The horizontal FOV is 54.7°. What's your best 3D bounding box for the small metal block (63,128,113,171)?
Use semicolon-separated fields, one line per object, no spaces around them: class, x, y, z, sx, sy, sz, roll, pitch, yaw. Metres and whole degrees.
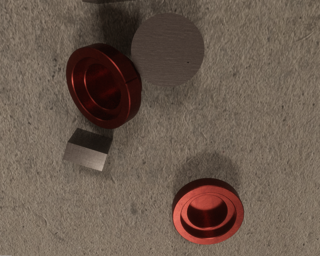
small metal block;-0.093;0.027;0.405;0.050;0.050;0.025;18;109;-7

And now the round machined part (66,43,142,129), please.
round machined part;-0.060;-0.051;0.365;0.098;0.042;0.097;19;126;29

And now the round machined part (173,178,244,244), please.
round machined part;0.066;0.114;0.444;0.099;0.042;0.097;0;110;-1

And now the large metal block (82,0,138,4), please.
large metal block;-0.053;-0.173;0.316;0.050;0.080;0.079;-5;110;2

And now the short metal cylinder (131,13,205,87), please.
short metal cylinder;0.008;-0.092;0.362;0.081;0.050;0.079;0;110;-1
